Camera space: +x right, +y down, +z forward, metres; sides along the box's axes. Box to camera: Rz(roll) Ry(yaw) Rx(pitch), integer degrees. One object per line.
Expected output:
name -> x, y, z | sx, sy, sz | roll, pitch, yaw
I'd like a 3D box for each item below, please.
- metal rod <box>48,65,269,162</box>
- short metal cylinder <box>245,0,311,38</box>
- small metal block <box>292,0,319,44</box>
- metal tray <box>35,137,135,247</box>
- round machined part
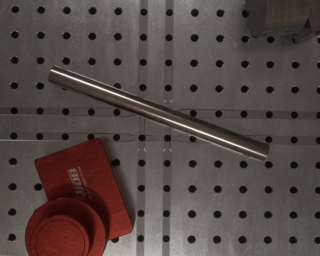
metal rod -> -0.001, -0.019, 0.413 | 0.301, 0.025, 0.025 | 20, 90, -1
short metal cylinder -> 0.144, -0.156, 0.388 | 0.050, 0.080, 0.080 | -7, 90, 0
small metal block -> 0.191, -0.144, 0.403 | 0.025, 0.050, 0.050 | -18, 90, 0
metal tray -> -0.097, 0.087, 0.410 | 0.090, 0.030, 0.129 | -20, 90, -1
round machined part -> -0.114, 0.133, 0.373 | 0.099, 0.042, 0.097 | 0, 90, 0
